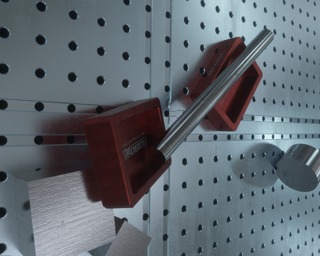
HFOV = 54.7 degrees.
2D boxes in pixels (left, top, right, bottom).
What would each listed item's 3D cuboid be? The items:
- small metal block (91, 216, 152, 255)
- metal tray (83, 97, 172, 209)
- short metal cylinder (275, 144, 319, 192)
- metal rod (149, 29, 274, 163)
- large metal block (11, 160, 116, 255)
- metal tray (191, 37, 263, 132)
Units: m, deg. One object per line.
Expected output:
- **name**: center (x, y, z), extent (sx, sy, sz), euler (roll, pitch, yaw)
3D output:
- **small metal block**: center (-0.045, 0.142, 0.372), extent (0.050, 0.025, 0.050), euler (45, 63, -31)
- **metal tray**: center (-0.027, 0.020, 0.343), extent (0.131, 0.030, 0.089), euler (-34, 115, -67)
- **short metal cylinder**: center (0.275, 0.077, 0.604), extent (0.050, 0.080, 0.080), euler (-39, 114, -33)
- **metal rod**: center (0.088, -0.061, 0.441), extent (0.301, 0.025, 0.025), euler (-46, 118, -31)
- **large metal block**: center (-0.096, 0.081, 0.313), extent (0.081, 0.050, 0.079), euler (-8, 95, -40)
- **metal tray**: center (0.112, -0.070, 0.499), extent (0.090, 0.030, 0.130), euler (46, 63, -30)
